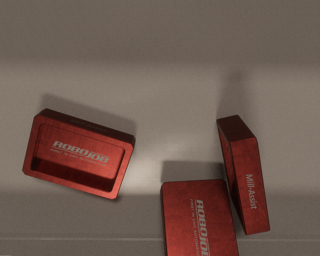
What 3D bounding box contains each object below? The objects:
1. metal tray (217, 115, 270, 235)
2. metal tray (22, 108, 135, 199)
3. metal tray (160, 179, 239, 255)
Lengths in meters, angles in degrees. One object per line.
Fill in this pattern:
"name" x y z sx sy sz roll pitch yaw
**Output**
"metal tray" 0.105 0.058 0.399 0.030 0.090 0.129 -13 110 4
"metal tray" -0.109 0.036 0.420 0.131 0.030 0.089 18 109 -7
"metal tray" 0.050 0.136 0.410 0.091 0.130 0.030 -2 154 -6
